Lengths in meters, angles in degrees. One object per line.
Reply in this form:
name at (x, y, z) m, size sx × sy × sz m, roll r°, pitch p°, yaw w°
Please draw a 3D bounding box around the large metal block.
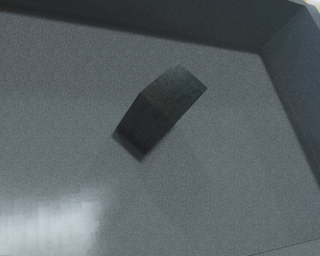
large metal block at (0.002, -0.024, 0.384) m, size 0.050 × 0.080 × 0.080 m, roll 43°, pitch 51°, yaw 1°
